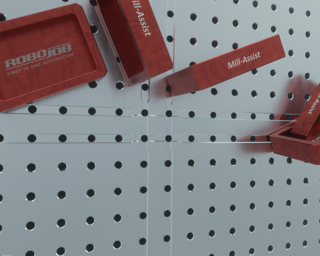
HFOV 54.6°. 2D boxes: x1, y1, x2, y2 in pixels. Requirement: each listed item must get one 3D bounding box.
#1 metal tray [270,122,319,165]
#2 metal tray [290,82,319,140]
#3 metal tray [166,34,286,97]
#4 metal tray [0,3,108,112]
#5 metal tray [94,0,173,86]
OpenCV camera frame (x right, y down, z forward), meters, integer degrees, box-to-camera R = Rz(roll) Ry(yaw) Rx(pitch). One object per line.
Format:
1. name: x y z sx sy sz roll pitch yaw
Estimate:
1. metal tray: 0.246 0.007 0.466 0.131 0.090 0.030 -23 105 -19
2. metal tray: 0.274 -0.020 0.493 0.090 0.030 0.130 34 86 -27
3. metal tray: 0.084 -0.081 0.408 0.131 0.090 0.030 -23 98 -19
4. metal tray: -0.139 -0.081 0.358 0.131 0.030 0.090 -23 98 -19
5. metal tray: -0.036 -0.119 0.364 0.030 0.090 0.129 -25 98 -18
